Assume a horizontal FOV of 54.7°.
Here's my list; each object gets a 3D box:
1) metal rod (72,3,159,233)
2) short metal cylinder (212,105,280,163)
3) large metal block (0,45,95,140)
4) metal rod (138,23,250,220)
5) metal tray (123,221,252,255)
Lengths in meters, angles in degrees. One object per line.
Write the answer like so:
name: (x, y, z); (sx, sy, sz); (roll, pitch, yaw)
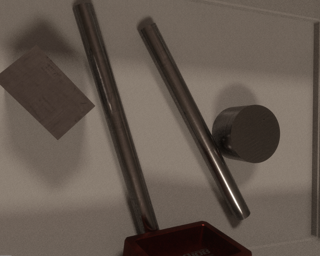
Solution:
metal rod: (-0.053, -0.004, 0.391); (0.025, 0.025, 0.298); (-18, 96, -19)
short metal cylinder: (0.122, 0.008, 0.444); (0.081, 0.050, 0.079); (0, 90, -21)
large metal block: (-0.123, -0.034, 0.336); (0.050, 0.080, 0.080); (-46, 105, -14)
metal rod: (0.052, -0.001, 0.431); (0.025, 0.025, 0.299); (-31, 101, -18)
metal tray: (0.033, 0.155, 0.371); (0.131, 0.090, 0.030); (1, 101, -35)
